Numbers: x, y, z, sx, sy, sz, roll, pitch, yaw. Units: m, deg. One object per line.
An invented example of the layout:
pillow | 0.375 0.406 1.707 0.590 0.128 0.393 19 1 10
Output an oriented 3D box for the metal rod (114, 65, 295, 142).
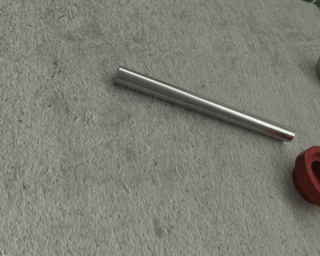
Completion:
metal rod | 0.078 -0.030 0.466 0.302 0.025 0.025 17 55 -19

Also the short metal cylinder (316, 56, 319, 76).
short metal cylinder | 0.387 -0.138 0.666 0.050 0.080 0.080 21 54 -16

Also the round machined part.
round machined part | 0.247 0.080 0.480 0.099 0.042 0.098 14 56 -21
